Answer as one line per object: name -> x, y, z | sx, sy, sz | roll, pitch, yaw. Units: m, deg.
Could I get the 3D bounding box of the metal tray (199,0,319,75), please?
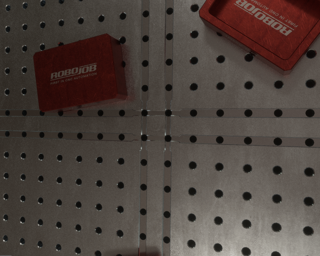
metal tray -> 0.124, -0.135, 0.366 | 0.130, 0.030, 0.090 | 39, 102, 15

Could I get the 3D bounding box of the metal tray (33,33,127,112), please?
metal tray -> -0.118, -0.076, 0.450 | 0.130, 0.030, 0.089 | -8, 87, 19
